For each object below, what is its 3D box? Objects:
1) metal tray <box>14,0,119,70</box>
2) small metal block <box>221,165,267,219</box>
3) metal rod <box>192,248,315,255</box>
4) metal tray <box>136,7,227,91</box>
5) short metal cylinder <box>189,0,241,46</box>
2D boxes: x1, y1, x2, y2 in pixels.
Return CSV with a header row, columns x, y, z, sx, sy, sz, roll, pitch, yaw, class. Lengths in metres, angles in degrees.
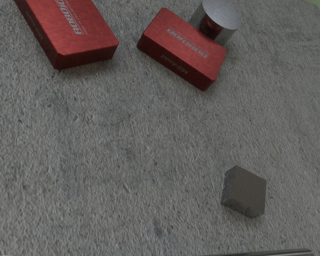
x,y,z,sx,sy,sz,roll,pitch,yaw,class
-0.127,-0.146,0.422,0.091,0.030,0.130,-24,75,-37,metal tray
0.113,0.086,0.415,0.050,0.025,0.050,28,52,-11,small metal block
0.057,0.153,0.342,0.302,0.025,0.025,7,59,-25,metal rod
0.038,-0.129,0.502,0.130,0.030,0.090,32,51,-8,metal tray
0.098,-0.191,0.559,0.081,0.050,0.080,14,56,-21,short metal cylinder
